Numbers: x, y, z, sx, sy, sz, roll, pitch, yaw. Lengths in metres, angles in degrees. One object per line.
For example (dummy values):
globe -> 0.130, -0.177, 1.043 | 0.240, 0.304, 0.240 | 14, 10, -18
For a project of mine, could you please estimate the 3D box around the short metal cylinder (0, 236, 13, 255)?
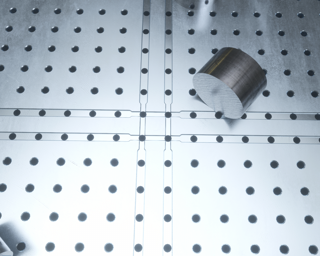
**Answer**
short metal cylinder -> -0.208, 0.142, 0.328 | 0.050, 0.080, 0.080 | 43, 75, 13

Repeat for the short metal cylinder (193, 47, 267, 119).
short metal cylinder -> 0.090, -0.058, 0.405 | 0.080, 0.080, 0.050 | 39, 75, 13

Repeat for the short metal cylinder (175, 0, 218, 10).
short metal cylinder -> 0.059, -0.234, 0.485 | 0.081, 0.050, 0.080 | 0, 70, 0
